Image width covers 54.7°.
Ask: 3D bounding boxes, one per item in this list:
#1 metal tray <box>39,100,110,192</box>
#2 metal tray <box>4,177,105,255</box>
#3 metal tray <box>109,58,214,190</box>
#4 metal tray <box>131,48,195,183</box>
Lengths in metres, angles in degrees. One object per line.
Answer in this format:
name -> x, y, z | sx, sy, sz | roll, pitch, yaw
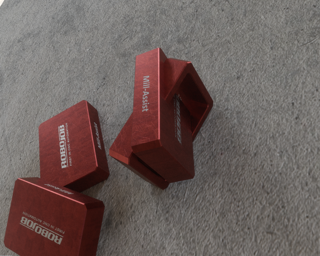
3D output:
metal tray -> -0.128, 0.031, 0.449 | 0.090, 0.030, 0.130 | -27, 52, 11
metal tray -> -0.132, 0.118, 0.377 | 0.130, 0.030, 0.089 | 10, 89, 32
metal tray -> 0.008, -0.003, 0.359 | 0.030, 0.090, 0.130 | 20, 73, 37
metal tray -> 0.006, -0.014, 0.351 | 0.030, 0.090, 0.130 | -16, 54, 22
